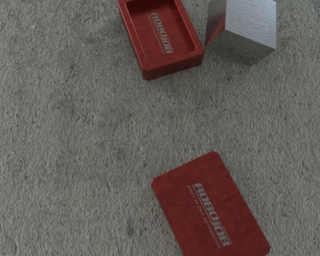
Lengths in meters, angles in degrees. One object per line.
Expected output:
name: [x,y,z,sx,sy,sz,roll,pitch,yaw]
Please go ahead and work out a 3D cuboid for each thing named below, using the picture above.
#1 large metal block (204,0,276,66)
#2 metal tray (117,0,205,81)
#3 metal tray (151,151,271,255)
large metal block: [0.113,-0.144,0.434,0.081,0.050,0.080,14,69,-19]
metal tray: [0.000,-0.142,0.457,0.091,0.030,0.130,-18,71,-7]
metal tray: [0.056,0.104,0.368,0.091,0.030,0.130,-24,72,-9]
